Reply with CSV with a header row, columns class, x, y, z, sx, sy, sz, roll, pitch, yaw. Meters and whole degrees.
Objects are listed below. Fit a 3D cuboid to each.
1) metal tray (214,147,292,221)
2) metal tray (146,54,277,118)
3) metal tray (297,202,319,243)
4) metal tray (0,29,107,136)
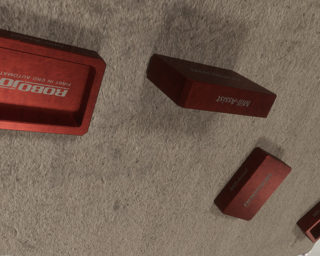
class,x,y,z,sx,sy,sz,roll,pitch,yaw
metal tray,0.169,0.105,0.564,0.090,0.030,0.129,26,104,-38
metal tray,0.061,-0.050,0.368,0.131,0.090,0.030,4,116,-31
metal tray,0.407,0.218,0.765,0.130,0.030,0.090,-43,130,1
metal tray,-0.129,-0.043,0.307,0.131,0.030,0.089,7,115,-32
